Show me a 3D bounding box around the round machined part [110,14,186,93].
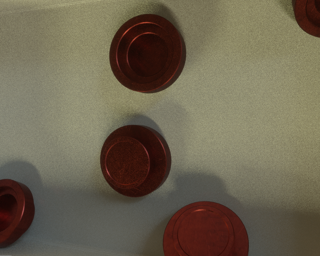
[{"bbox_3d":[-0.013,-0.094,0.406,0.098,0.042,0.097,0,90,20],"label":"round machined part"}]

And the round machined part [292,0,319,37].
[{"bbox_3d":[0.187,-0.143,0.315,0.098,0.098,0.042,-7,54,20],"label":"round machined part"}]

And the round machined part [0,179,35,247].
[{"bbox_3d":[-0.233,0.130,0.471,0.098,0.042,0.098,-8,63,17],"label":"round machined part"}]

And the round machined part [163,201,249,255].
[{"bbox_3d":[0.051,0.129,0.356,0.098,0.042,0.098,-7,50,9],"label":"round machined part"}]

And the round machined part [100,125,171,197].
[{"bbox_3d":[-0.038,0.044,0.415,0.098,0.042,0.097,0,90,20],"label":"round machined part"}]
